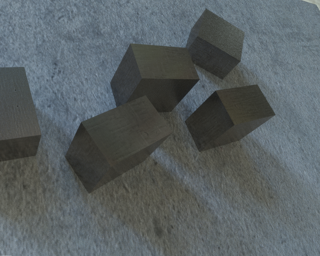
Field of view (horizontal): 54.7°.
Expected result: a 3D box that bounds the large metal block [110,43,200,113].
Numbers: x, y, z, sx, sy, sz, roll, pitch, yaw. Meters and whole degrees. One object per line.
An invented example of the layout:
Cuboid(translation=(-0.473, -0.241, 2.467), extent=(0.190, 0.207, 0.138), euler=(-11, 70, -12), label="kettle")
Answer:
Cuboid(translation=(-0.009, -0.061, 0.402), extent=(0.081, 0.080, 0.050), euler=(-4, 64, -31), label="large metal block")

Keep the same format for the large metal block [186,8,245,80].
Cuboid(translation=(0.092, -0.143, 0.527), extent=(0.080, 0.050, 0.080), euler=(27, 52, -12), label="large metal block")

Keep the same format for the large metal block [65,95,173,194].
Cuboid(translation=(-0.046, 0.018, 0.334), extent=(0.081, 0.080, 0.050), euler=(-28, 78, -38), label="large metal block")

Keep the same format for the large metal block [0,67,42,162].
Cuboid(translation=(-0.170, -0.012, 0.303), extent=(0.081, 0.050, 0.080), euler=(-9, 66, -32), label="large metal block")

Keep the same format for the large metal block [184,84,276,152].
Cuboid(translation=(0.095, -0.014, 0.430), extent=(0.081, 0.080, 0.050), euler=(-12, 68, -33), label="large metal block")
